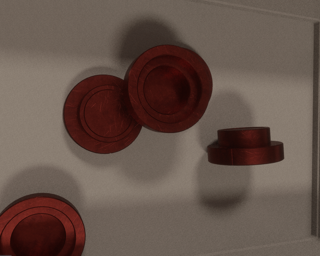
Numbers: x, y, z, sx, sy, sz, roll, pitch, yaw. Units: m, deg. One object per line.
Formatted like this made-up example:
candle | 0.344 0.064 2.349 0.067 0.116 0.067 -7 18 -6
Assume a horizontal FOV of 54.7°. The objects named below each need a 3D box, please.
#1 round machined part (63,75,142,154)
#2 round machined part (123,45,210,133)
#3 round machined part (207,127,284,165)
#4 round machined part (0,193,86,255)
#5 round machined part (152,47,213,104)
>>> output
round machined part | -0.066 -0.017 0.378 0.099 0.042 0.097 0 90 -21
round machined part | 0.005 -0.043 0.360 0.099 0.042 0.097 0 90 -21
round machined part | 0.113 0.021 0.415 0.099 0.098 0.042 -5 92 -20
round machined part | -0.137 0.122 0.351 0.099 0.042 0.097 0 90 -21
round machined part | 0.028 -0.059 0.413 0.099 0.042 0.097 0 90 -21
